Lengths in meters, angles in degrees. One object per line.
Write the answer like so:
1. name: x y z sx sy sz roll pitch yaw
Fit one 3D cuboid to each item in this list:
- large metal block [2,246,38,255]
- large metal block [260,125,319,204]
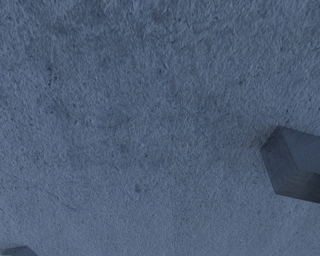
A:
1. large metal block: -0.281 0.296 0.621 0.050 0.080 0.080 -12 129 10
2. large metal block: 0.192 0.049 0.415 0.081 0.080 0.050 14 129 -12
